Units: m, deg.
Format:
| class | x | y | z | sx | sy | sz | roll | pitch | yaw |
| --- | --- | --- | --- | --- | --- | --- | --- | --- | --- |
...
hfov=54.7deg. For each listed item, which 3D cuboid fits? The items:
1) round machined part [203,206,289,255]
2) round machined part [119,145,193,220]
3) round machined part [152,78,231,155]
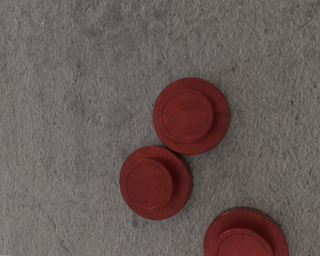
| class | x | y | z | sx | sy | sz | roll | pitch | yaw |
| --- | --- | --- | --- | --- | --- | --- | --- | --- | --- |
| round machined part | 0.099 | 0.146 | 0.365 | 0.098 | 0.042 | 0.097 | 0 | 90 | 20 |
| round machined part | -0.009 | 0.072 | 0.403 | 0.098 | 0.042 | 0.097 | 0 | 90 | 20 |
| round machined part | 0.036 | -0.015 | 0.387 | 0.098 | 0.042 | 0.097 | 0 | 90 | 20 |
